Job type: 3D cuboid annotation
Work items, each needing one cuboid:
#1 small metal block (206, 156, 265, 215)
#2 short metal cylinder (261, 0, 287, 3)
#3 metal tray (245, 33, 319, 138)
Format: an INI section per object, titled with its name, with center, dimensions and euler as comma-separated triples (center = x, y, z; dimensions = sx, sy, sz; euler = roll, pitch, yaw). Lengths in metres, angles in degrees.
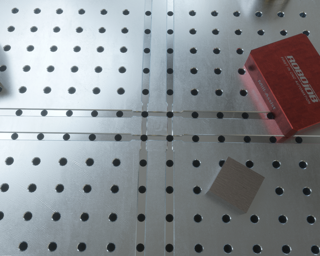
[small metal block]
center = 0.093, 0.072, 0.386
dimensions = 0.050, 0.025, 0.050
euler = 31, 73, 10
[short metal cylinder]
center = 0.185, -0.248, 0.490
dimensions = 0.081, 0.050, 0.080
euler = 0, 70, 0
[metal tray]
center = 0.189, -0.062, 0.433
dimensions = 0.091, 0.030, 0.130
euler = -20, 71, -7
